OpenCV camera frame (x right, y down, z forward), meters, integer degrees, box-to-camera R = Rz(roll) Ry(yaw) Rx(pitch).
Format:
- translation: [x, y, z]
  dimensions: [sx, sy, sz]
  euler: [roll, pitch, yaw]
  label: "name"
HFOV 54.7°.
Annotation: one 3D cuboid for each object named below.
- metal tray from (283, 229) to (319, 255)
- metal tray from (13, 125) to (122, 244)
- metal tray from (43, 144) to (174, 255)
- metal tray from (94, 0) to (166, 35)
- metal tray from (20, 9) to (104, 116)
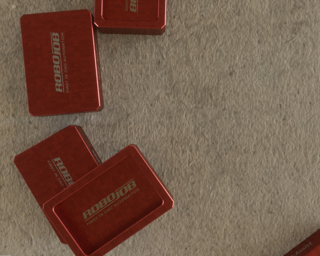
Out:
- translation: [0.208, 0.202, 0.410]
  dimensions: [0.130, 0.030, 0.090]
  euler: [-36, 90, -1]
  label: "metal tray"
- translation: [-0.116, 0.072, 0.406]
  dimensions: [0.090, 0.030, 0.130]
  euler: [-30, 90, -1]
  label: "metal tray"
- translation: [-0.060, 0.091, 0.376]
  dimensions: [0.130, 0.030, 0.090]
  euler: [-35, 91, -1]
  label: "metal tray"
- translation: [-0.037, -0.192, 0.406]
  dimensions: [0.091, 0.030, 0.129]
  euler: [1, 90, -1]
  label: "metal tray"
- translation: [-0.127, -0.083, 0.406]
  dimensions: [0.091, 0.030, 0.129]
  euler: [-5, 90, -1]
  label: "metal tray"
